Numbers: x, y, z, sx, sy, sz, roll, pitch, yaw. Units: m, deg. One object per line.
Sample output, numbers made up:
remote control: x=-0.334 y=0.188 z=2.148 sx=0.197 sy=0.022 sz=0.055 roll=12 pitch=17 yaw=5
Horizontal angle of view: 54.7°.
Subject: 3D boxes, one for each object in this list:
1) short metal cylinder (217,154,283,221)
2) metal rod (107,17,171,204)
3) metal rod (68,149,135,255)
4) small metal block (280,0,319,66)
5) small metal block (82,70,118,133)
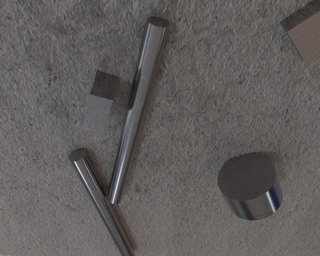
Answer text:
short metal cylinder: x=0.129 y=0.084 z=0.444 sx=0.080 sy=0.080 sz=0.050 roll=-19 pitch=128 yaw=15
metal rod: x=-0.037 y=0.002 z=0.408 sx=0.025 sy=0.025 sz=0.298 roll=11 pitch=129 yaw=-9
metal rod: x=-0.090 y=0.150 z=0.533 sx=0.025 sy=0.025 sz=0.298 roll=-8 pitch=130 yaw=7
small metal block: x=0.163 y=-0.102 z=0.322 sx=0.050 sy=0.025 sz=0.050 roll=-32 pitch=124 yaw=24
small metal block: x=-0.070 y=-0.031 z=0.364 sx=0.025 sy=0.050 sz=0.050 roll=15 pitch=129 yaw=-12
